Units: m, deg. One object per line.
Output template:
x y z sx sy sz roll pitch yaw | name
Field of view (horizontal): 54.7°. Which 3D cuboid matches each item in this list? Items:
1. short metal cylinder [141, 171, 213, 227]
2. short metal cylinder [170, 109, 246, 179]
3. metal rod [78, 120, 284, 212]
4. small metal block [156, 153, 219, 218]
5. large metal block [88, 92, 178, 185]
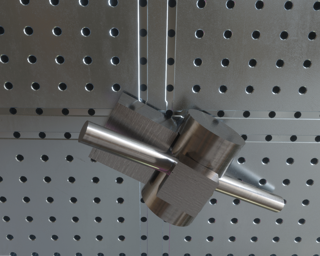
0.023 0.083 0.411 0.080 0.080 0.050 28 108 -10 | short metal cylinder
0.058 0.018 0.388 0.080 0.080 0.050 26 108 -10 | short metal cylinder
0.045 0.057 0.389 0.302 0.025 0.025 23 109 -25 | metal rod
0.031 0.064 0.349 0.050 0.025 0.050 30 108 -2 | small metal block
-0.033 0.013 0.398 0.080 0.050 0.080 28 108 -10 | large metal block
